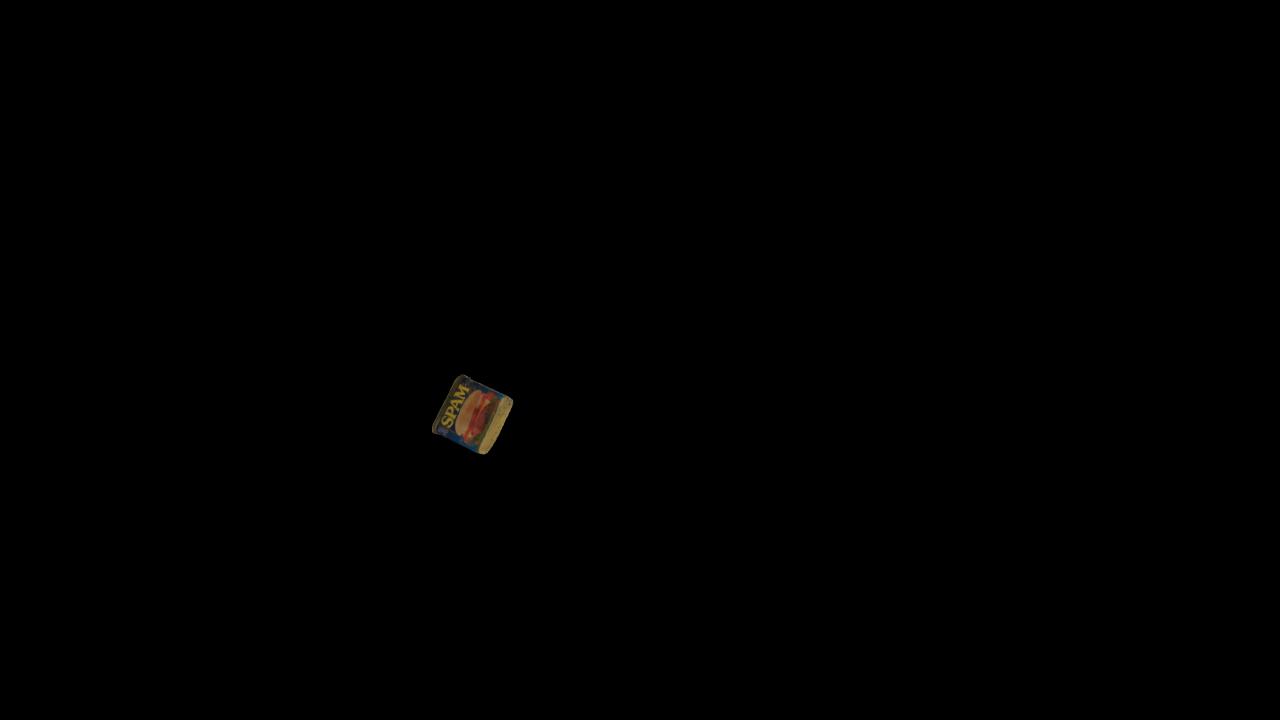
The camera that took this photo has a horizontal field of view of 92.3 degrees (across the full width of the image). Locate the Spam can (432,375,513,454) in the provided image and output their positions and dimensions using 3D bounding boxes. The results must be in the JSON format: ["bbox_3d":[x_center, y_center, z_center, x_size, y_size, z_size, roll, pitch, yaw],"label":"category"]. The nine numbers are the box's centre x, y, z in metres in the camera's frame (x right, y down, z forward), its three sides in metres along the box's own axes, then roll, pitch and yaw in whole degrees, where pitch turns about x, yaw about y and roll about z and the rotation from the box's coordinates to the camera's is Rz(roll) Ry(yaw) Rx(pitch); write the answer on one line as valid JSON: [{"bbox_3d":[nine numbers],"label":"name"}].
[{"bbox_3d":[-0.259,0.086,0.957,0.085,0.101,0.058,24,-7,11],"label":"Spam can"}]
